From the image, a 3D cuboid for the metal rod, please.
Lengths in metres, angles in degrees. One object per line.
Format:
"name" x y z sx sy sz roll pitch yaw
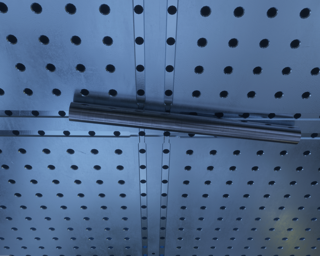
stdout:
"metal rod" 0.037 -0.005 0.407 0.302 0.025 0.025 6 130 -6
